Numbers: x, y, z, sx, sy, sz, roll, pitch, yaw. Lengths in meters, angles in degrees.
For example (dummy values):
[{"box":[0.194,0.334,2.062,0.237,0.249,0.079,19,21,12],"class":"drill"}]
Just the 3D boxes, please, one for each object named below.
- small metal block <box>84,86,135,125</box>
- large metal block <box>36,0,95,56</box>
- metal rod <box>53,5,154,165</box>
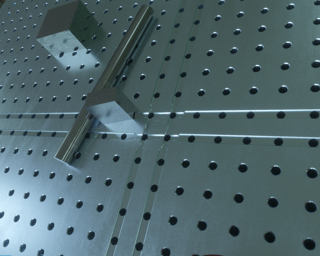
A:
[{"box":[-0.072,-0.031,0.449,0.050,0.050,0.025,-10,58,23],"class":"small metal block"},{"box":[-0.184,-0.195,0.609,0.080,0.050,0.080,-6,59,25],"class":"large metal block"},{"box":[-0.083,-0.080,0.500,0.025,0.025,0.300,13,68,33],"class":"metal rod"}]
